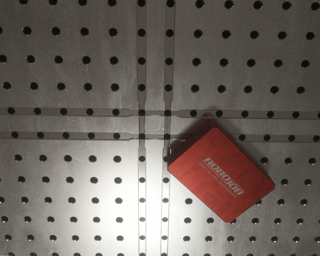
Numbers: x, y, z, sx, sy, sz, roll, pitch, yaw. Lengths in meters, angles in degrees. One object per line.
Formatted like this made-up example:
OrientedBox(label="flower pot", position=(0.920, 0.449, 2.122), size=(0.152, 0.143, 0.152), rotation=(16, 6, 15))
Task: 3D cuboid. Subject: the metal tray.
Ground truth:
OrientedBox(label="metal tray", position=(0.085, 0.063, 0.435), size=(0.090, 0.030, 0.130), rotation=(-43, 105, 14))
